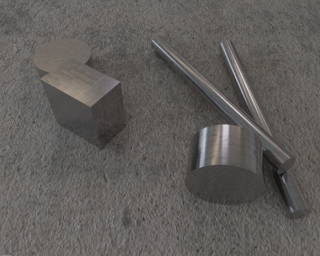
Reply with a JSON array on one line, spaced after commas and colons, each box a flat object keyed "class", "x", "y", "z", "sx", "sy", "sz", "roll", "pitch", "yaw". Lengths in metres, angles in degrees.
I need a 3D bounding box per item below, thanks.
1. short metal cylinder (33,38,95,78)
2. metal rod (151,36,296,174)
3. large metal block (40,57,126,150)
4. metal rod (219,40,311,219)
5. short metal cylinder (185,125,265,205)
[{"class": "short metal cylinder", "x": -0.139, "y": -0.089, "z": 0.461, "sx": 0.081, "sy": 0.050, "sz": 0.080, "roll": 0, "pitch": 50, "yaw": 0}, {"class": "metal rod", "x": 0.067, "y": -0.052, "z": 0.430, "sx": 0.025, "sy": 0.025, "sz": 0.300, "roll": -22, "pitch": 49, "yaw": -18}, {"class": "large metal block", "x": -0.093, "y": -0.030, "z": 0.392, "sx": 0.080, "sy": 0.080, "sz": 0.050, "roll": 28, "pitch": 56, "yaw": 21}, {"class": "metal rod", "x": 0.129, "y": -0.023, "z": 0.423, "sx": 0.025, "sy": 0.025, "sz": 0.300, "roll": -5, "pitch": 50, "yaw": -5}, {"class": "short metal cylinder", "x": 0.070, "y": 0.041, "z": 0.334, "sx": 0.080, "sy": 0.080, "sz": 0.050, "roll": 7, "pitch": 51, "yaw": 6}]
